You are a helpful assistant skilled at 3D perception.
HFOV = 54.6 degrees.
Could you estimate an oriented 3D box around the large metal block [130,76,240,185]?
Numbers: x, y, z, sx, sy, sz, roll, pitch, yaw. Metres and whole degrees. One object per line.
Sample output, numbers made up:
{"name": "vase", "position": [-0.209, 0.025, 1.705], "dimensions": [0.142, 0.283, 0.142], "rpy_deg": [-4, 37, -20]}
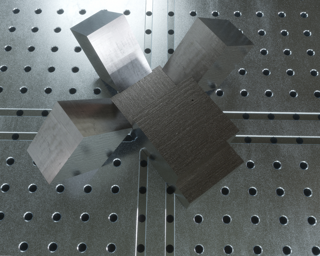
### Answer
{"name": "large metal block", "position": [0.025, 0.004, 0.343], "dimensions": [0.080, 0.050, 0.080], "rpy_deg": [-35, 74, -13]}

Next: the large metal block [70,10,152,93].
{"name": "large metal block", "position": [-0.064, -0.101, 0.403], "dimensions": [0.050, 0.080, 0.080], "rpy_deg": [-36, 35, -12]}

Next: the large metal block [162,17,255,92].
{"name": "large metal block", "position": [0.063, -0.092, 0.400], "dimensions": [0.050, 0.080, 0.081], "rpy_deg": [50, 38, 16]}

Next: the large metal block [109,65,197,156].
{"name": "large metal block", "position": [-0.007, -0.021, 0.406], "dimensions": [0.080, 0.050, 0.080], "rpy_deg": [-36, 74, -12]}

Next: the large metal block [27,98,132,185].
{"name": "large metal block", "position": [-0.092, 0.012, 0.362], "dimensions": [0.050, 0.080, 0.080], "rpy_deg": [50, 119, 16]}

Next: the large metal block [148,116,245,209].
{"name": "large metal block", "position": [0.041, 0.040, 0.383], "dimensions": [0.080, 0.050, 0.080], "rpy_deg": [-35, 73, -13]}
